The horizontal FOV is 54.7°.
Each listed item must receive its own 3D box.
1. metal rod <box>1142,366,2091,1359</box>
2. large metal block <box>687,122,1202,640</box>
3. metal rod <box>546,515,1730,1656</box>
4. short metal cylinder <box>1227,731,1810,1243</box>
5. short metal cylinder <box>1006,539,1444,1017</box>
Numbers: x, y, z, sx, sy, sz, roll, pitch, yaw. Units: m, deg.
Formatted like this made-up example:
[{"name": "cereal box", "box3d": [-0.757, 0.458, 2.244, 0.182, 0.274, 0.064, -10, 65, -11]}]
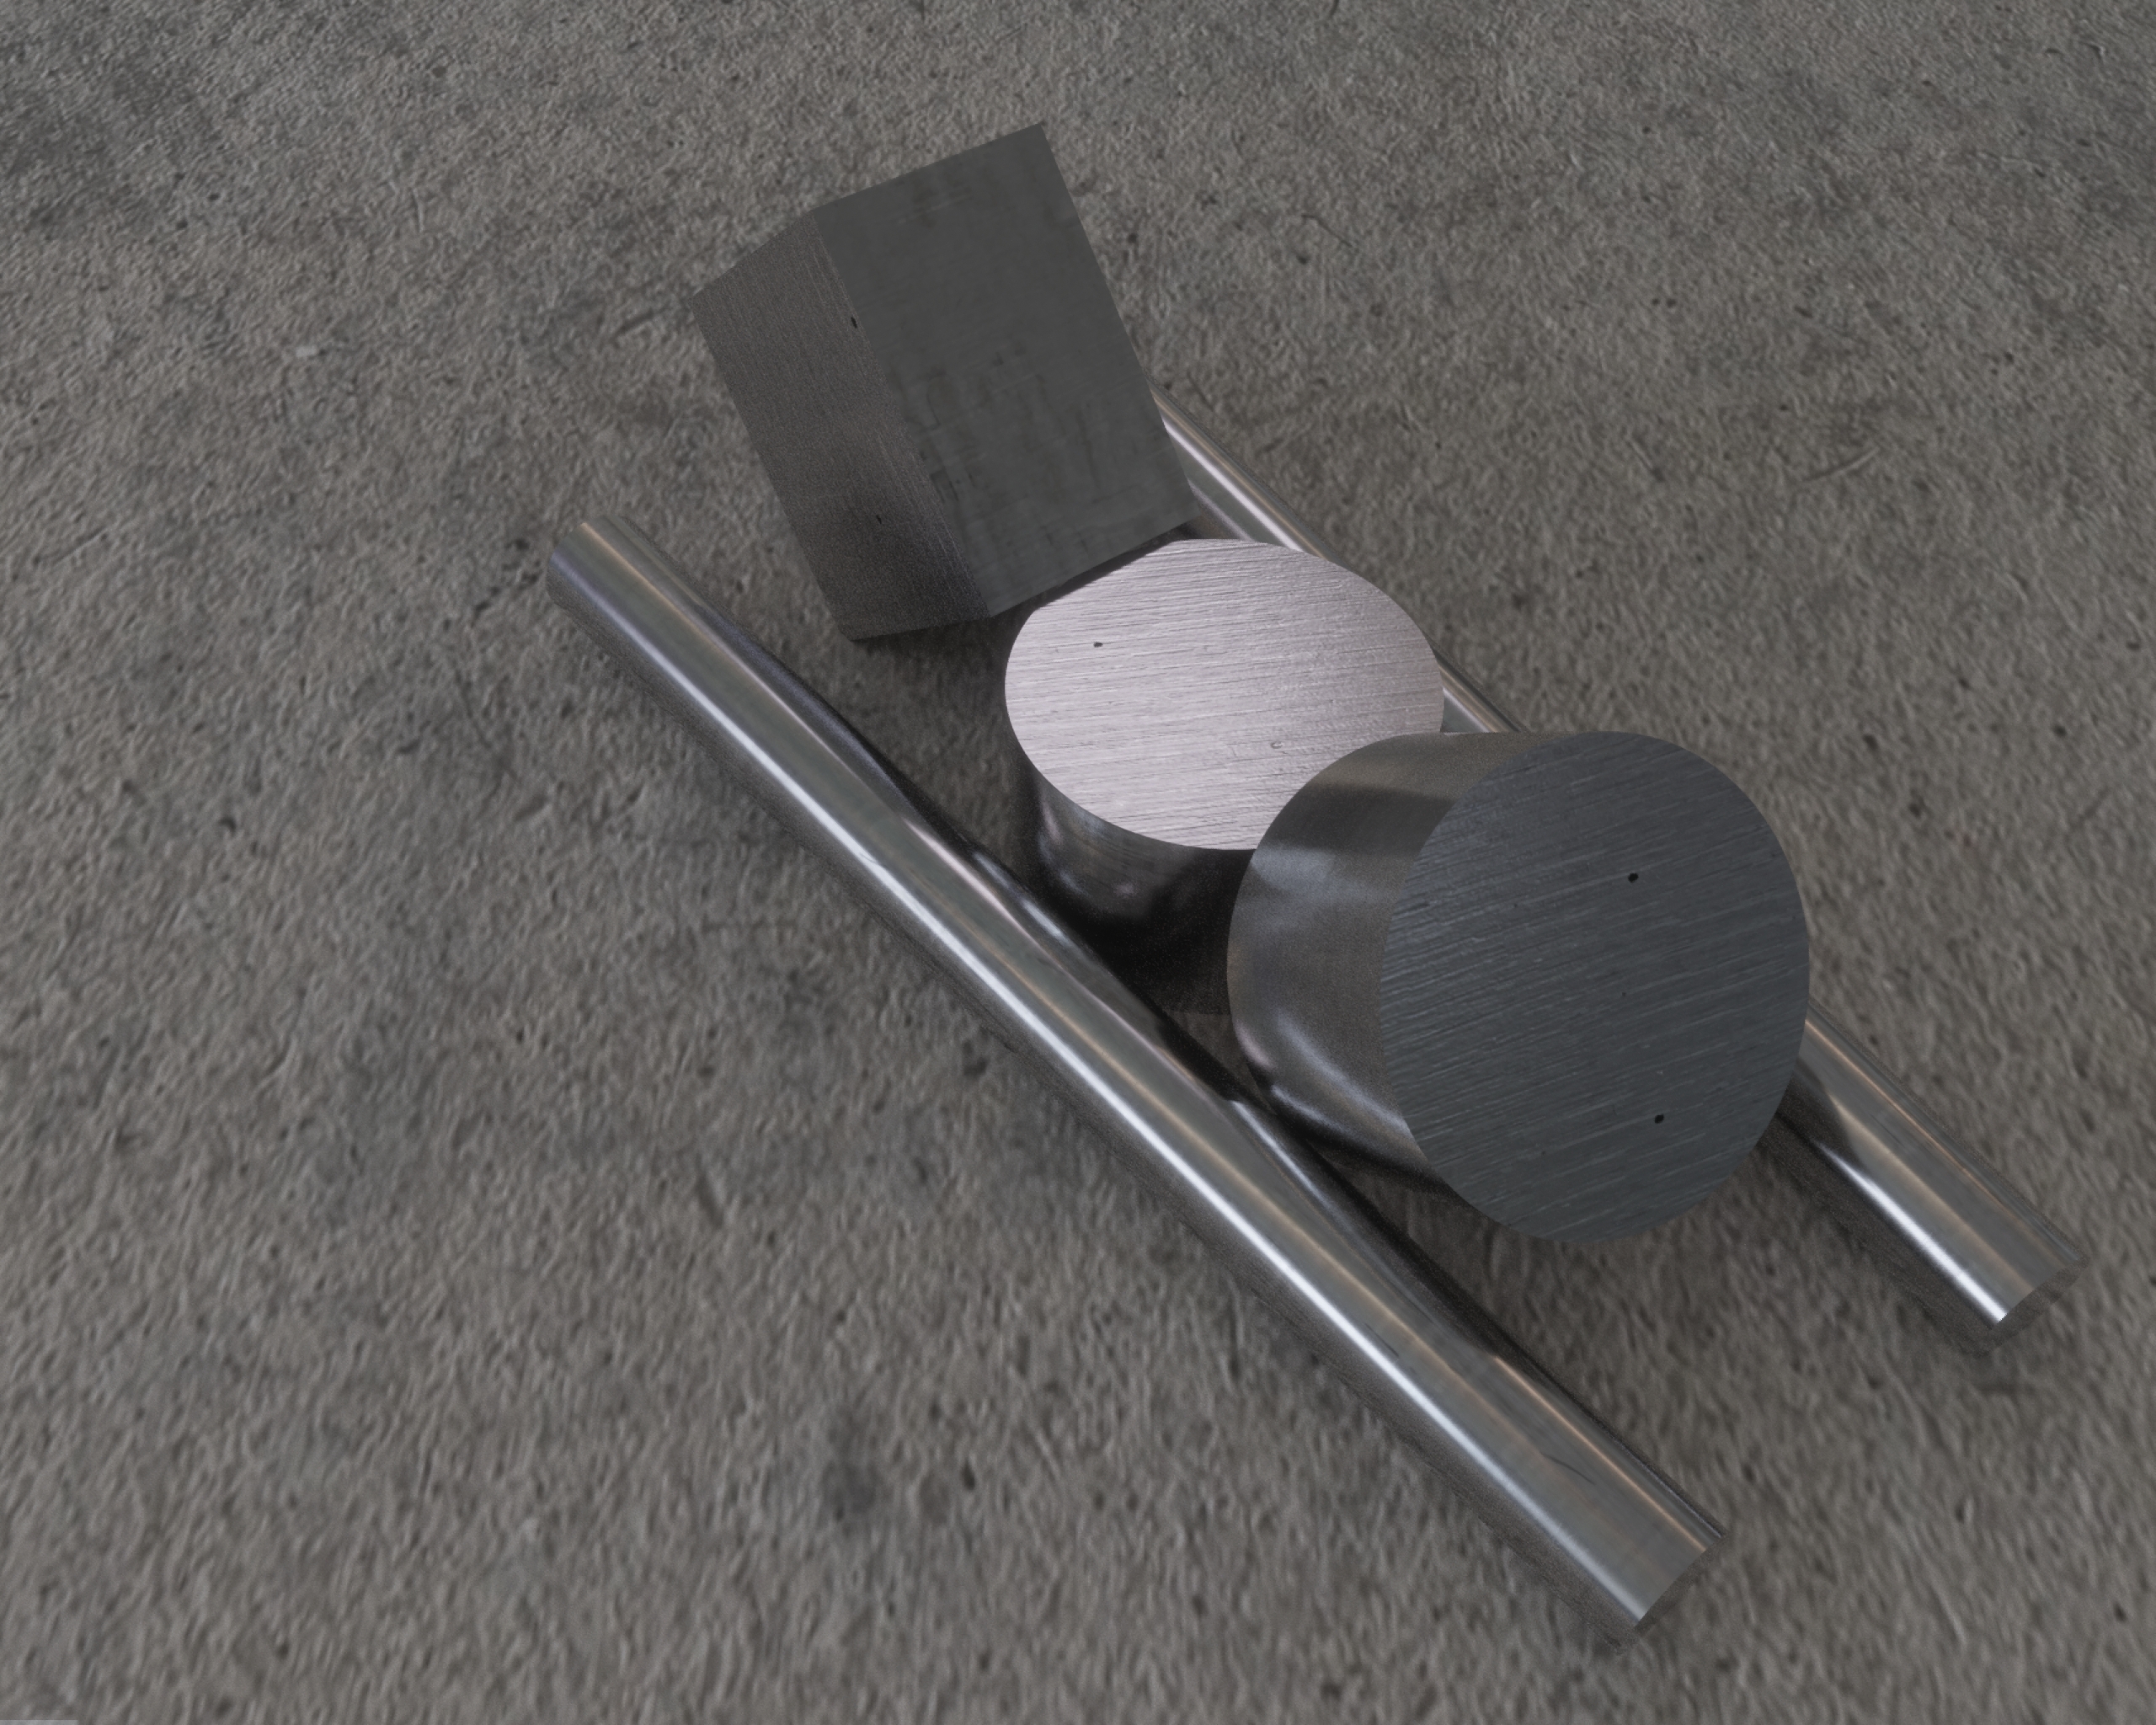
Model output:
[{"name": "metal rod", "box3d": [0.077, -0.024, 0.425, 0.025, 0.025, 0.300, -26, 55, -20]}, {"name": "large metal block", "box3d": [-0.029, -0.094, 0.428, 0.050, 0.080, 0.080, -29, 14, -23]}, {"name": "metal rod", "box3d": [-0.008, 0.022, 0.385, 0.025, 0.025, 0.300, -33, 58, -25]}, {"name": "short metal cylinder", "box3d": [0.072, 0.018, 0.346, 0.081, 0.080, 0.050, -25, 12, -20]}, {"name": "short metal cylinder", "box3d": [0.027, -0.017, 0.403, 0.081, 0.050, 0.080, 0, 50, 0]}]
